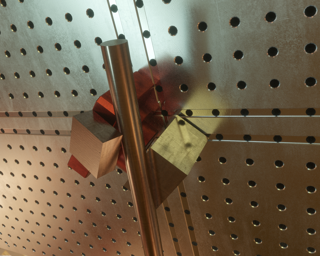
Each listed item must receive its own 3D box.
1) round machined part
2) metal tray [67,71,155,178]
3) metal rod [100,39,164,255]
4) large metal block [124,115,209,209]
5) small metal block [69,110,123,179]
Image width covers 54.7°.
[{"bbox_3d":[-0.038,0.019,0.400,0.042,0.098,0.097,36,129,4],"label":"round machined part"},{"bbox_3d":[-0.064,-0.003,0.399,0.030,0.090,0.129,37,129,3],"label":"metal tray"},{"bbox_3d":[-0.024,0.052,0.351,0.025,0.025,0.298,6,122,24],"label":"metal rod"},{"bbox_3d":[0.009,0.043,0.392,0.050,0.080,0.080,37,129,3],"label":"large metal block"},{"bbox_3d":[-0.070,0.017,0.330,0.050,0.025,0.050,37,130,27],"label":"small metal block"}]
